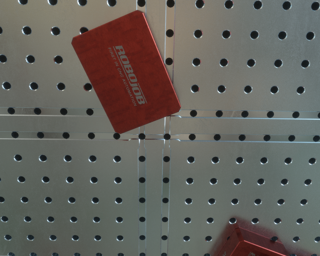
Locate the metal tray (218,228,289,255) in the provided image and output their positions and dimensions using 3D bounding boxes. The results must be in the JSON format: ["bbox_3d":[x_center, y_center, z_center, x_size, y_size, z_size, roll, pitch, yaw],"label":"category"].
[{"bbox_3d":[0.134,0.232,0.498,0.090,0.030,0.129,23,108,-9],"label":"metal tray"}]

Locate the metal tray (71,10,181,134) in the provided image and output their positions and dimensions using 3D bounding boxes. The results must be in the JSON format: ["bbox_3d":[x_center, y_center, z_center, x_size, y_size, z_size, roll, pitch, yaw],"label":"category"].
[{"bbox_3d":[-0.038,-0.067,0.386,0.090,0.030,0.129,-21,109,7],"label":"metal tray"}]
